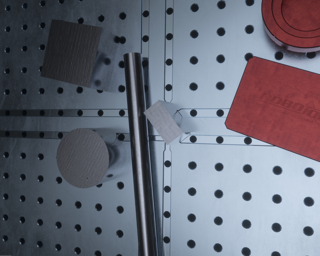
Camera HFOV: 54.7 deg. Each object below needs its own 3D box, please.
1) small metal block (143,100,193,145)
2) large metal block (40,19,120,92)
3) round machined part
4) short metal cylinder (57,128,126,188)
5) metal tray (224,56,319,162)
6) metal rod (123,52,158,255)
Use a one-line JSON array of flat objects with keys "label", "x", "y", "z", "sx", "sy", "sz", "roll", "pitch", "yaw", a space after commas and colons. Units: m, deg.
[{"label": "small metal block", "x": 0.012, "y": -0.007, "z": 0.394, "sx": 0.025, "sy": 0.050, "sz": 0.050, "roll": -39, "pitch": 78, "yaw": 16}, {"label": "large metal block", "x": -0.112, "y": -0.101, "z": 0.437, "sx": 0.080, "sy": 0.050, "sz": 0.079, "roll": 15, "pitch": 95, "yaw": 19}, {"label": "round machined part", "x": 0.165, "y": -0.133, "z": 0.345, "sx": 0.098, "sy": 0.042, "sz": 0.097, "roll": 0, "pitch": 90, "yaw": 19}, {"label": "short metal cylinder", "x": -0.094, "y": 0.040, "z": 0.431, "sx": 0.080, "sy": 0.050, "sz": 0.079, "roll": 0, "pitch": 90, "yaw": 19}, {"label": "metal tray", "x": 0.152, "y": -0.020, "z": 0.356, "sx": 0.130, "sy": 0.030, "sz": 0.089, "roll": 21, "pitch": 97, "yaw": 18}, {"label": "metal rod", "x": -0.025, "y": 0.048, "z": 0.420, "sx": 0.025, "sy": 0.025, "sz": 0.298, "roll": -5, "pitch": 88, "yaw": 19}]
